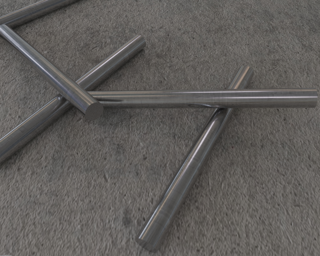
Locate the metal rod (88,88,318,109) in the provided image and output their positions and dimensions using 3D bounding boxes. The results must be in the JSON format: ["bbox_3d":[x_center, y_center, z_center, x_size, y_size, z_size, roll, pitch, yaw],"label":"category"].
[{"bbox_3d":[0.042,-0.038,0.409,0.301,0.025,0.025,0,50,10],"label":"metal rod"}]

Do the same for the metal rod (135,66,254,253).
[{"bbox_3d":[0.059,0.015,0.390,0.025,0.025,0.301,23,54,18],"label":"metal rod"}]

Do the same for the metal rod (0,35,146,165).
[{"bbox_3d":[-0.120,-0.053,0.446,0.025,0.025,0.301,28,55,21],"label":"metal rod"}]

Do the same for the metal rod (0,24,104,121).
[{"bbox_3d":[-0.176,-0.095,0.458,0.025,0.025,0.300,-33,51,-25],"label":"metal rod"}]

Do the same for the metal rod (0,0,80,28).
[{"bbox_3d":[-0.256,-0.208,0.575,0.302,0.025,0.025,-37,59,-27],"label":"metal rod"}]
